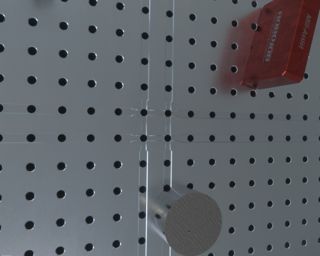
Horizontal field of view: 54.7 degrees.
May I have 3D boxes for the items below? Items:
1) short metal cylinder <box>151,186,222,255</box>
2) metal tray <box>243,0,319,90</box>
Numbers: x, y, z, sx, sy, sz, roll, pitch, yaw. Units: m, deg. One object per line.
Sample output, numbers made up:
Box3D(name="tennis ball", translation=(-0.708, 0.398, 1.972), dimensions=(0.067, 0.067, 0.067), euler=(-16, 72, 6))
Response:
Box3D(name="short metal cylinder", translation=(0.035, 0.121, 0.413), dimensions=(0.081, 0.050, 0.079), euler=(0, 90, -20))
Box3D(name="metal tray", translation=(0.172, -0.125, 0.441), dimensions=(0.030, 0.090, 0.129), euler=(18, 84, -19))
